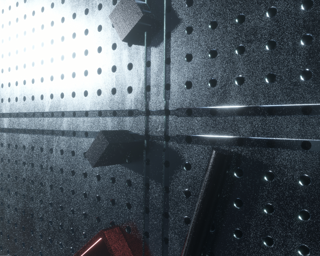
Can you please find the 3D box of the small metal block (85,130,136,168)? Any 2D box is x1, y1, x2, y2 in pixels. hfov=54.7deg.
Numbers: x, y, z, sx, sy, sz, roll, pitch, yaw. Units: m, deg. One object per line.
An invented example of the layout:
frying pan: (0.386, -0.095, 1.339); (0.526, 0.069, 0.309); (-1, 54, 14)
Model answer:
small metal block: (-0.072, 0.029, 0.450); (0.025, 0.050, 0.050); (52, 120, 27)

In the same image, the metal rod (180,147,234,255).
metal rod: (0.035, 0.168, 0.378); (0.025, 0.025, 0.298); (23, 104, 37)

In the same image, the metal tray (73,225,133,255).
metal tray: (-0.091, 0.222, 0.478); (0.129, 0.030, 0.090); (-46, 63, 29)

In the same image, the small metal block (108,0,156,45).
small metal block: (-0.041, -0.157, 0.441); (0.050, 0.025, 0.050); (-41, 66, 32)
